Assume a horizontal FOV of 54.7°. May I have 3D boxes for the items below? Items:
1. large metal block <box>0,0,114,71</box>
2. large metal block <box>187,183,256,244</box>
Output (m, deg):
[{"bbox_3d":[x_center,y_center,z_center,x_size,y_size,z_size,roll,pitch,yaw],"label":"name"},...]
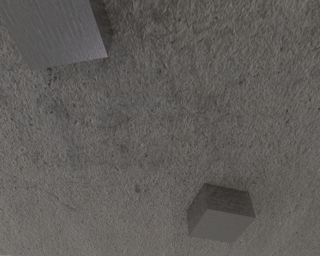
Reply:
[{"bbox_3d":[-0.098,-0.109,0.297,0.080,0.050,0.080,-9,130,7],"label":"large metal block"},{"bbox_3d":[0.098,0.143,0.513,0.081,0.050,0.079,13,129,-11],"label":"large metal block"}]
